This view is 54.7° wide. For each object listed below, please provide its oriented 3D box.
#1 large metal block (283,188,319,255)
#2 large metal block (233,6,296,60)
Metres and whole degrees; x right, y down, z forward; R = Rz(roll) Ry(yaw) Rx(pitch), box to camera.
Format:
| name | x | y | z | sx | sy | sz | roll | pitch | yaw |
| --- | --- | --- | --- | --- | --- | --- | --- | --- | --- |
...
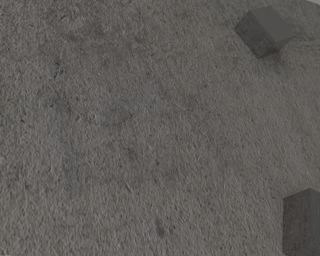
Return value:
| name | x | y | z | sx | sy | sz | roll | pitch | yaw |
| --- | --- | --- | --- | --- | --- | --- | --- | --- | --- |
| large metal block | 0.216 | 0.140 | 0.419 | 0.080 | 0.050 | 0.080 | 27 | 52 | -12 |
| large metal block | 0.208 | -0.191 | 0.616 | 0.081 | 0.050 | 0.080 | -25 | 76 | -37 |
